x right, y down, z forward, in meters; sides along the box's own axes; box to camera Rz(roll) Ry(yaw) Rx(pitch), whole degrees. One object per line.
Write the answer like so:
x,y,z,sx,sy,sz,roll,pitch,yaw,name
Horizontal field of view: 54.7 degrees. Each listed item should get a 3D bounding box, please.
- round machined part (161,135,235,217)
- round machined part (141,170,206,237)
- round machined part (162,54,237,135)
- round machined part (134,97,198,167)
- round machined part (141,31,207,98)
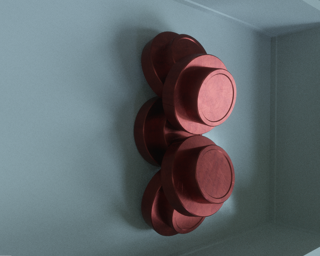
0.052,0.056,0.371,0.099,0.042,0.098,11,72,-38,round machined part
0.028,0.096,0.399,0.099,0.042,0.097,-15,114,-36,round machined part
0.054,-0.039,0.372,0.099,0.042,0.097,-13,110,-37,round machined part
0.018,0.004,0.408,0.099,0.042,0.097,1,88,-40,round machined part
0.028,-0.082,0.402,0.099,0.042,0.098,16,64,-35,round machined part
